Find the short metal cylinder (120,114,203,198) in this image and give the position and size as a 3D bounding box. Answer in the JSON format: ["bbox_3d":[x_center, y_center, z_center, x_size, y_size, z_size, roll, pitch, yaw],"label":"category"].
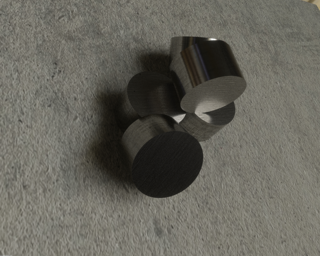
[{"bbox_3d":[0.001,0.030,0.345,0.081,0.079,0.050,7,20,-25],"label":"short metal cylinder"}]

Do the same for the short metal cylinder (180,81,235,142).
[{"bbox_3d":[0.058,-0.027,0.438,0.081,0.050,0.080,14,56,-21],"label":"short metal cylinder"}]

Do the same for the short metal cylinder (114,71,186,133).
[{"bbox_3d":[-0.013,-0.026,0.399,0.081,0.050,0.080,14,56,-21],"label":"short metal cylinder"}]

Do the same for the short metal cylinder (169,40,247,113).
[{"bbox_3d":[0.057,-0.059,0.374,0.081,0.080,0.050,-2,63,-29],"label":"short metal cylinder"}]

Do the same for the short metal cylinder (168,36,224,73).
[{"bbox_3d":[0.054,-0.102,0.454,0.081,0.080,0.050,1,100,-28],"label":"short metal cylinder"}]
